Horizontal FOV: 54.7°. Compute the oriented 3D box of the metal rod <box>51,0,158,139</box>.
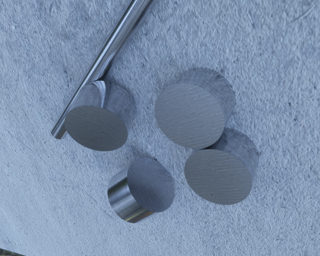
[{"bbox_3d":[-0.080,-0.074,0.403,0.025,0.025,0.298,43,129,-2],"label":"metal rod"}]

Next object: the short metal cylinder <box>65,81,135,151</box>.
[{"bbox_3d":[-0.077,-0.015,0.406,0.080,0.050,0.080,5,134,6],"label":"short metal cylinder"}]

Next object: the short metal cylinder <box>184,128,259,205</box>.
[{"bbox_3d":[0.076,0.047,0.379,0.080,0.050,0.079,13,124,21],"label":"short metal cylinder"}]

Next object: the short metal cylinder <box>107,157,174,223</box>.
[{"bbox_3d":[-0.026,0.088,0.440,0.080,0.080,0.050,47,129,-5],"label":"short metal cylinder"}]

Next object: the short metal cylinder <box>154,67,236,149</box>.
[{"bbox_3d":[0.041,-0.023,0.355,0.080,0.050,0.079,13,124,21],"label":"short metal cylinder"}]
